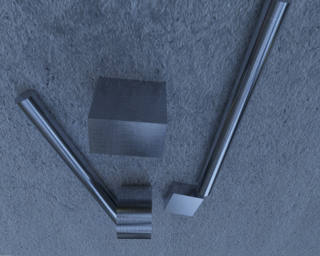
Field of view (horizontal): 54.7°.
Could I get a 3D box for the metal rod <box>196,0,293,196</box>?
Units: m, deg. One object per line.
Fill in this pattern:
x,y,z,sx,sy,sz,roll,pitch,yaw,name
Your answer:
0.093,-0.014,0.396,0.025,0.025,0.298,7,130,-6,metal rod

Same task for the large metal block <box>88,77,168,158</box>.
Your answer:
-0.035,-0.014,0.359,0.081,0.080,0.050,4,130,-4,large metal block

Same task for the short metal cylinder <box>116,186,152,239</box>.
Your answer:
-0.038,0.131,0.482,0.050,0.080,0.079,1,130,-2,short metal cylinder

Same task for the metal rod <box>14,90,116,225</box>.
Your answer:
-0.112,0.068,0.463,0.025,0.025,0.299,-16,129,12,metal rod

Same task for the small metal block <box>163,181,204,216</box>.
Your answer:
0.037,0.116,0.507,0.050,0.025,0.050,13,129,-12,small metal block
